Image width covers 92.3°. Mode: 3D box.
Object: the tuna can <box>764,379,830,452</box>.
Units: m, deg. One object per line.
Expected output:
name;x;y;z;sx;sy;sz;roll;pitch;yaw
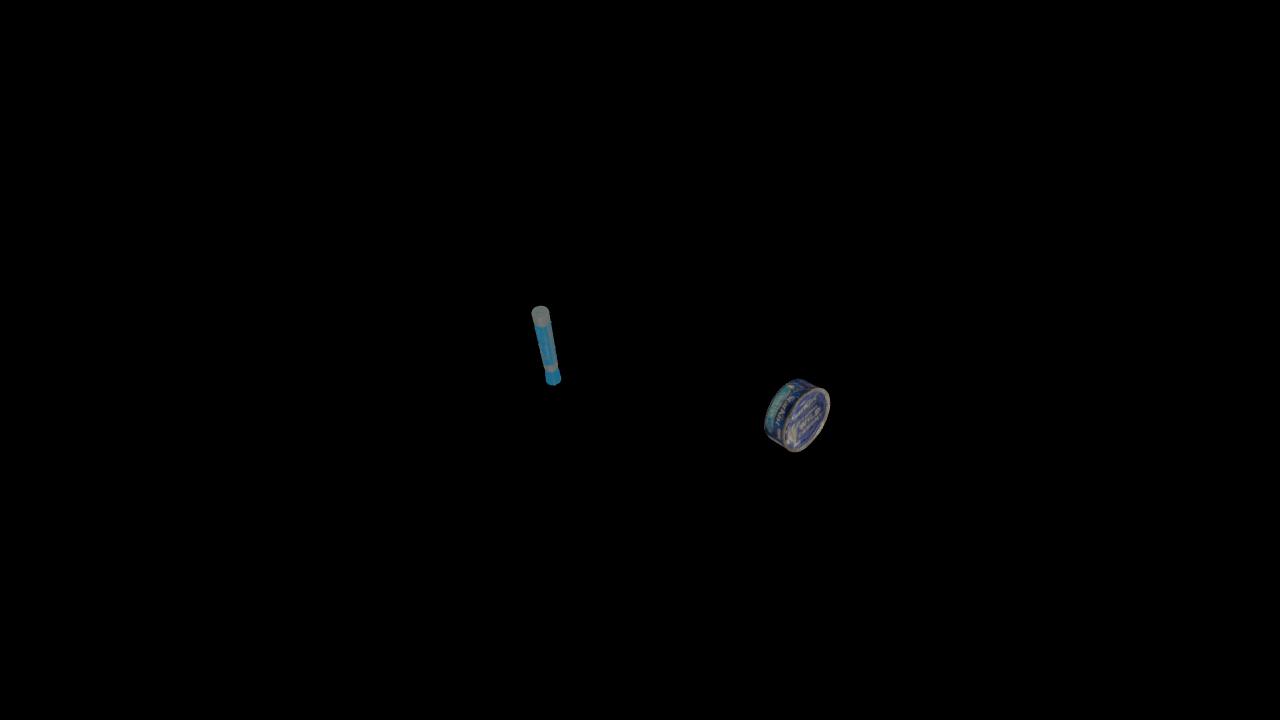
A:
tuna can;0.188;0.065;0.734;0.084;0.084;0.034;0;22;-42

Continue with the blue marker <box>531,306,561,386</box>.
blue marker;-0.105;-0.012;0.698;0.020;0.020;0.121;0;-41;2
